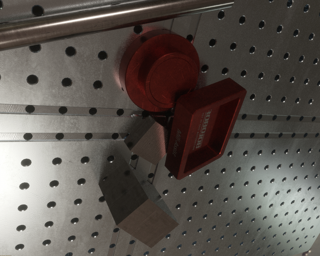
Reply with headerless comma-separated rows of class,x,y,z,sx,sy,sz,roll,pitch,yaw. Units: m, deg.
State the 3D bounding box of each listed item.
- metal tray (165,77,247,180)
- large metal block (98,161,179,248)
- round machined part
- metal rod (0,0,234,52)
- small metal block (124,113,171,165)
metal tray,0.058,0.004,0.413,0.091,0.030,0.129,-23,142,-29
large metal block,-0.030,0.105,0.426,0.050,0.080,0.080,-41,130,-1
round machined part,0.006,-0.062,0.366,0.099,0.042,0.097,-14,125,-21
metal rod,-0.057,-0.110,0.312,0.302,0.025,0.025,-17,126,-19
small metal block,-0.011,0.016,0.417,0.050,0.025,0.050,-49,129,6
